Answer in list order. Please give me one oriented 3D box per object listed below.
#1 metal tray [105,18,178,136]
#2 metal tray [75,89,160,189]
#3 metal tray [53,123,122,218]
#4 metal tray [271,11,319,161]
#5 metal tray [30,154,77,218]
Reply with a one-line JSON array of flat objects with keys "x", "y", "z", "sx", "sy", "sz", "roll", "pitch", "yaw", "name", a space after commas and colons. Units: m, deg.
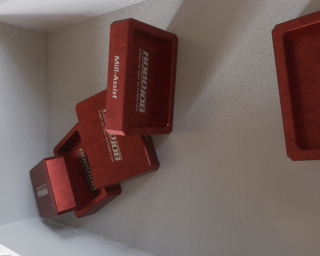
[{"x": -0.020, "y": -0.057, "z": 0.381, "sx": 0.030, "sy": 0.091, "sz": 0.129, "roll": 6, "pitch": 94, "yaw": 40, "name": "metal tray"}, {"x": -0.063, "y": 0.011, "z": 0.439, "sx": 0.090, "sy": 0.030, "sz": 0.129, "roll": -23, "pitch": 75, "yaw": 20, "name": "metal tray"}, {"x": -0.122, "y": 0.068, "z": 0.504, "sx": 0.090, "sy": 0.030, "sz": 0.130, "roll": -40, "pitch": 66, "yaw": 32, "name": "metal tray"}, {"x": 0.156, "y": -0.039, "z": 0.274, "sx": 0.090, "sy": 0.030, "sz": 0.129, "roll": -9, "pitch": 84, "yaw": 39, "name": "metal tray"}, {"x": -0.186, "y": 0.103, "z": 0.529, "sx": 0.130, "sy": 0.030, "sz": 0.090, "roll": -27, "pitch": 78, "yaw": 54, "name": "metal tray"}]
